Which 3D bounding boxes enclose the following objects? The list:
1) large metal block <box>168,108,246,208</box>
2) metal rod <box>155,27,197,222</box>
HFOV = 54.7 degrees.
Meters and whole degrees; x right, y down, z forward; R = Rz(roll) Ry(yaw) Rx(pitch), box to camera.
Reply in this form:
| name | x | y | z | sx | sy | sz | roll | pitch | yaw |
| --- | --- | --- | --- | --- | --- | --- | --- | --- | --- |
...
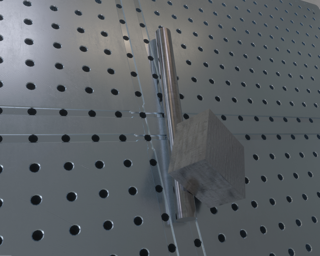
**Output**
| name | x | y | z | sx | sy | sz | roll | pitch | yaw |
| --- | --- | --- | --- | --- | --- | --- | --- | --- | --- |
| large metal block | 0.060 | 0.038 | 0.377 | 0.080 | 0.050 | 0.080 | 44 | 38 | -27 |
| metal rod | 0.018 | -0.024 | 0.432 | 0.025 | 0.025 | 0.299 | 9 | 58 | -24 |
